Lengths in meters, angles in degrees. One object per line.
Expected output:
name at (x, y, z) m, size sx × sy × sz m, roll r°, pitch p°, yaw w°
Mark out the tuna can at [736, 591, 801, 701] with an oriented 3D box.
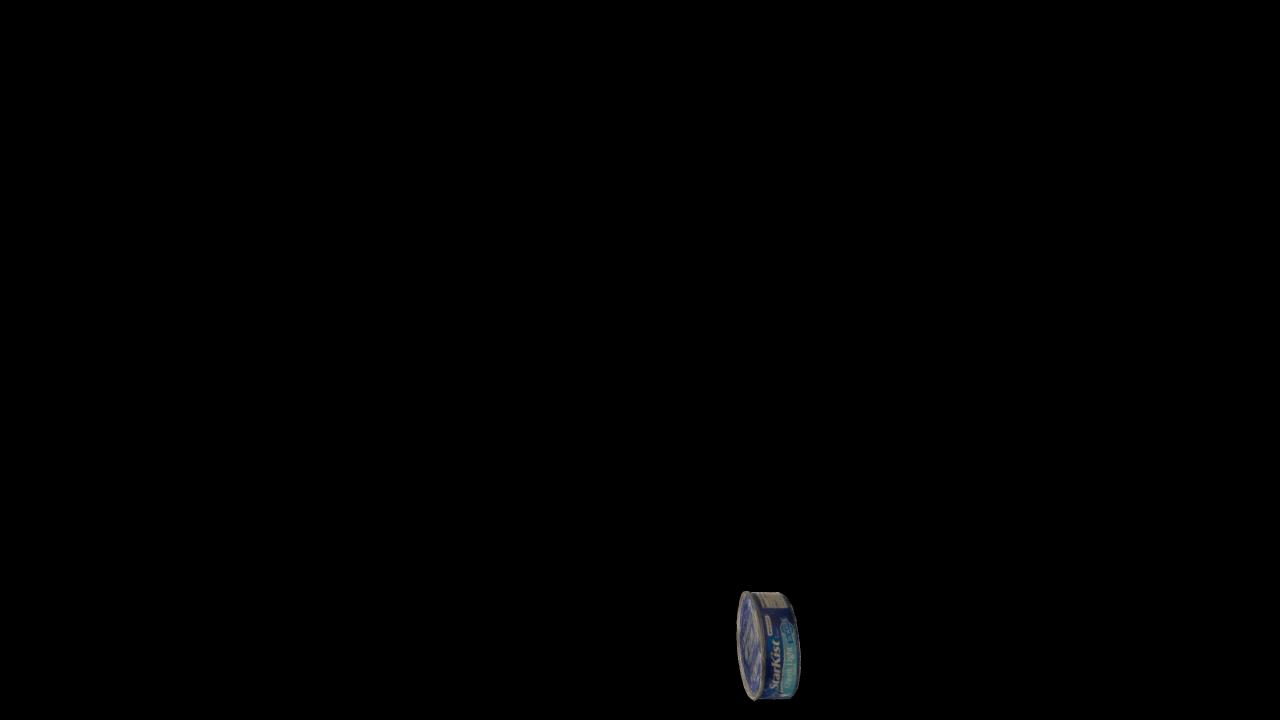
tuna can at (0.107, 0.241, 0.521) m, size 0.034 × 0.084 × 0.084 m, roll 2°, pitch 0°, yaw -4°
